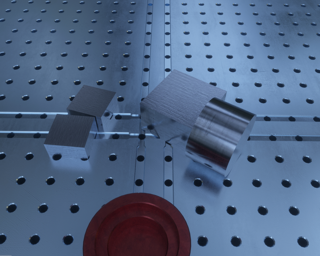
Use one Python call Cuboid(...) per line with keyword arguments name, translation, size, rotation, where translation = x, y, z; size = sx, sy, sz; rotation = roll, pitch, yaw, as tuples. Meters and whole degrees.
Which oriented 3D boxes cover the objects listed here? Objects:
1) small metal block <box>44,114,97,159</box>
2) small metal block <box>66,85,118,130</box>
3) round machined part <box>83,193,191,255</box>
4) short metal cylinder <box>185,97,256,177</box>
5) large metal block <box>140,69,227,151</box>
Cuboid(name="small metal block", translation=(-0.113, 0.010, 0.397), size=(0.050, 0.025, 0.050), rotation=(5, 50, 3))
Cuboid(name="small metal block", translation=(-0.093, -0.030, 0.431), size=(0.050, 0.025, 0.050), rotation=(14, 51, 11))
Cuboid(name="round machined part", translation=(-0.021, 0.116, 0.299), size=(0.099, 0.042, 0.098), rotation=(0, 50, 0))
Cuboid(name="short metal cylinder", translation=(0.072, 0.010, 0.364), size=(0.050, 0.080, 0.080), rotation=(27, 55, 20))
Cuboid(name="large metal block", translation=(0.031, -0.023, 0.411), size=(0.080, 0.050, 0.080), rotation=(27, 55, 21))
